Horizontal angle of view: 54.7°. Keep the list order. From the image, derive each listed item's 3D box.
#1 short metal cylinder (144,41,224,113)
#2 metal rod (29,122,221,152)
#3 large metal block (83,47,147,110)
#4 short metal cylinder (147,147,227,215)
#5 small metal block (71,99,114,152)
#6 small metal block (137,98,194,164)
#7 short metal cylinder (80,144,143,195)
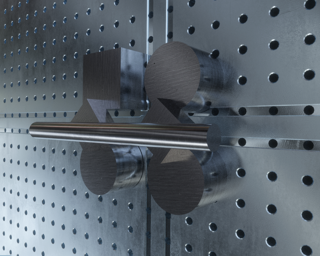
[{"bbox_3d":[0.028,-0.058,0.370,0.080,0.050,0.080,0,90,40],"label":"short metal cylinder"},{"bbox_3d":[-0.068,0.006,0.367,0.300,0.025,0.025,1,91,40],"label":"metal rod"},{"bbox_3d":[-0.066,-0.066,0.447,0.080,0.050,0.079,2,91,40],"label":"large metal block"},{"bbox_3d":[0.032,0.057,0.367,0.080,0.050,0.080,0,90,40],"label":"short metal cylinder"},{"bbox_3d":[-0.091,-0.004,0.420,0.050,0.025,0.050,-47,62,29],"label":"small metal block"},{"bbox_3d":[0.007,0.003,0.339,0.050,0.025,0.050,48,118,29],"label":"small metal block"},{"bbox_3d":[-0.071,0.053,0.451,0.080,0.050,0.080,0,90,40],"label":"short metal cylinder"}]
